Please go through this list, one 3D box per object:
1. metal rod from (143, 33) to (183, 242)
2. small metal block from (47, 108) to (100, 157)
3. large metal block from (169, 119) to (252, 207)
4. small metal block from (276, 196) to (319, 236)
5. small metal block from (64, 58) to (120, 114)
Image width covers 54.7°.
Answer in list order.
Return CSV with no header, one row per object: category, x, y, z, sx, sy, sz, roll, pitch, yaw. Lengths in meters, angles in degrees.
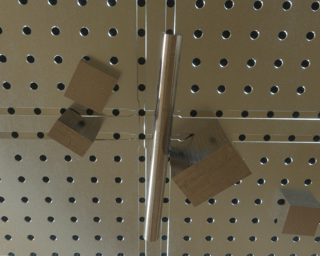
metal rod,0.001,0.027,0.423,0.025,0.025,0.298,5,110,-2
small metal block,-0.110,0.005,0.400,0.050,0.050,0.025,34,106,-12
large metal block,0.061,0.042,0.401,0.080,0.080,0.050,-34,107,11
small metal block,0.209,0.132,0.465,0.050,0.025,0.050,6,110,-3
small metal block,-0.085,-0.054,0.393,0.050,0.025,0.050,27,108,-10
